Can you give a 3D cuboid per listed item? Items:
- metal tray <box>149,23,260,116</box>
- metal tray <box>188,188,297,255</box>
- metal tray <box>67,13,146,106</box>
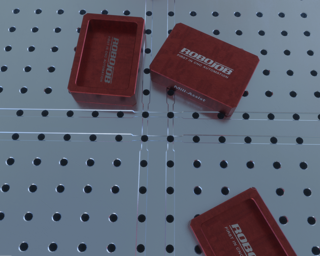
[{"bbox_3d":[0.062,-0.085,0.441,0.130,0.030,0.090,27,72,9],"label":"metal tray"},{"bbox_3d":[0.102,0.147,0.355,0.090,0.030,0.130,-26,72,-9],"label":"metal tray"},{"bbox_3d":[-0.073,-0.100,0.445,0.090,0.030,0.130,5,70,2],"label":"metal tray"}]
